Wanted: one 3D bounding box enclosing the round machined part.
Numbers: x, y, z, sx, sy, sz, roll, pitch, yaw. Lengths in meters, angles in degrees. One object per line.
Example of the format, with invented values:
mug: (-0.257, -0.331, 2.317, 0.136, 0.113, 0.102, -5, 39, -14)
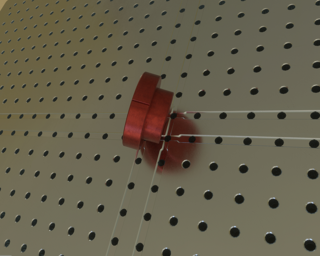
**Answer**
round machined part: (-0.012, -0.018, 0.392, 0.042, 0.098, 0.098, 17, 67, 2)
